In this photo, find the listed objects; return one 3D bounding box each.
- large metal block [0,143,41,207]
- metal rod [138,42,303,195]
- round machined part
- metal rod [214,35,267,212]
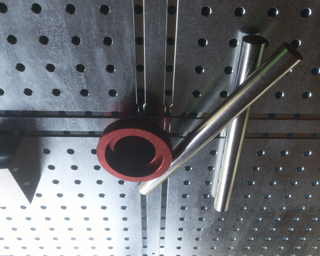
[{"bbox_3d":[-0.235,0.070,0.452,0.080,0.050,0.080,-5,130,3],"label":"large metal block"},{"bbox_3d":[0.053,0.010,0.399,0.025,0.025,0.298,25,132,-20],"label":"metal rod"},{"bbox_3d":[-0.032,0.025,0.418,0.099,0.042,0.097,2,128,3],"label":"round machined part"},{"bbox_3d":[0.102,0.019,0.428,0.025,0.025,0.298,-1,130,0],"label":"metal rod"}]
